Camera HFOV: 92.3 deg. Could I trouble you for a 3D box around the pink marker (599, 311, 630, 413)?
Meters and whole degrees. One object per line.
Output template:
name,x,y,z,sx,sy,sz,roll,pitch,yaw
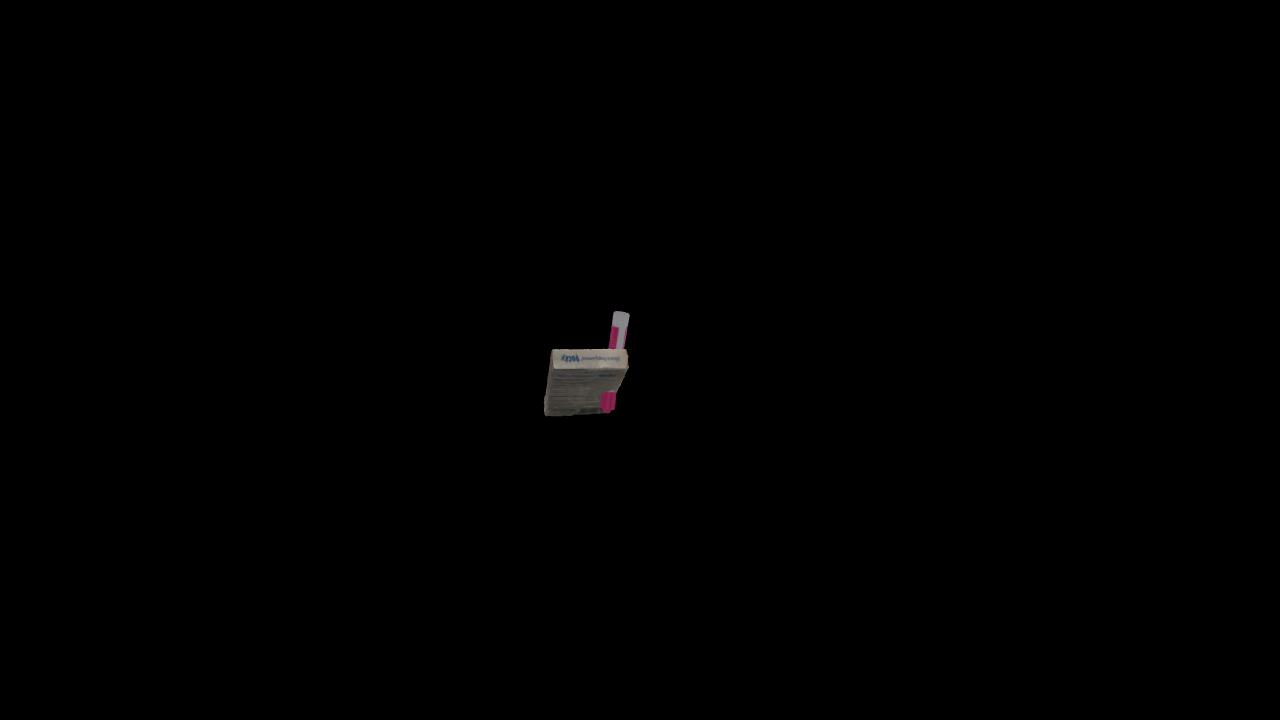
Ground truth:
pink marker,-0.030,0.004,0.710,0.020,0.121,0.020,9,15,-2

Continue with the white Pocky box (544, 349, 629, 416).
white Pocky box,-0.067,0.029,0.720,0.084,0.028,0.154,-1,-23,-12
